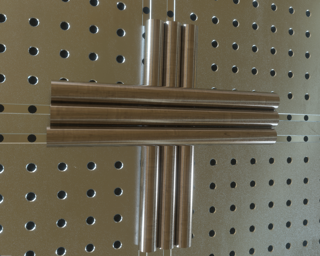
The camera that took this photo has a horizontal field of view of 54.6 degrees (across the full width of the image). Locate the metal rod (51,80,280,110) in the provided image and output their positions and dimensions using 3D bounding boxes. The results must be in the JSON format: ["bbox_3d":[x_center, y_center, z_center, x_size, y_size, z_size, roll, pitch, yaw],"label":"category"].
[{"bbox_3d":[0.022,-0.040,0.394,0.302,0.025,0.025,1,90,-20],"label":"metal rod"}]

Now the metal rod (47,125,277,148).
[{"bbox_3d":[0.017,0.010,0.392,0.302,0.025,0.025,1,90,-20],"label":"metal rod"}]

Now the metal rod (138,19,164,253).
[{"bbox_3d":[-0.011,0.009,0.408,0.025,0.025,0.298,2,89,-20],"label":"metal rod"}]

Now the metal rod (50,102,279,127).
[{"bbox_3d":[0.021,-0.015,0.393,0.302,0.025,0.025,1,90,-20],"label":"metal rod"}]

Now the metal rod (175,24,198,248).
[{"bbox_3d":[0.036,0.010,0.425,0.025,0.025,0.298,2,89,-20],"label":"metal rod"}]

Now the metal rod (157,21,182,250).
[{"bbox_3d":[0.012,0.009,0.417,0.025,0.025,0.298,2,89,-20],"label":"metal rod"}]
